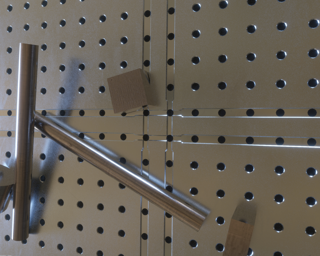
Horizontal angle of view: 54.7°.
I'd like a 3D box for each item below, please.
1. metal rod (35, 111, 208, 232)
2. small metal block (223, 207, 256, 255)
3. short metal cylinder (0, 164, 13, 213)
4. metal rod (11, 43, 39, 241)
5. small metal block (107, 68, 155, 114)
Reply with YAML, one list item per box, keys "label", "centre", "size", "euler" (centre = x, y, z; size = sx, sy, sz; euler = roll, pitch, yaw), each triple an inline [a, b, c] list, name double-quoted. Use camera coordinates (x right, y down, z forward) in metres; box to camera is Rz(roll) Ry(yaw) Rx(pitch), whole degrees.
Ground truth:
- label: "metal rod"
  centre: [-0.072, 0.053, 0.437]
  size: [0.301, 0.025, 0.025]
  euler: [28, 99, 17]
- label: "small metal block"
  centre: [0.094, 0.128, 0.366]
  size: [0.025, 0.050, 0.050]
  euler: [13, 95, 19]
- label: "short metal cylinder"
  centre: [-0.270, 0.091, 0.478]
  size: [0.080, 0.080, 0.050]
  euler: [26, 99, 18]
- label: "metal rod"
  centre: [-0.202, 0.028, 0.461]
  size: [0.025, 0.025, 0.298]
  euler: [12, 102, 19]
- label: "small metal block"
  centre: [-0.040, -0.049, 0.427]
  size: [0.050, 0.025, 0.050]
  euler: [-14, 86, 19]
